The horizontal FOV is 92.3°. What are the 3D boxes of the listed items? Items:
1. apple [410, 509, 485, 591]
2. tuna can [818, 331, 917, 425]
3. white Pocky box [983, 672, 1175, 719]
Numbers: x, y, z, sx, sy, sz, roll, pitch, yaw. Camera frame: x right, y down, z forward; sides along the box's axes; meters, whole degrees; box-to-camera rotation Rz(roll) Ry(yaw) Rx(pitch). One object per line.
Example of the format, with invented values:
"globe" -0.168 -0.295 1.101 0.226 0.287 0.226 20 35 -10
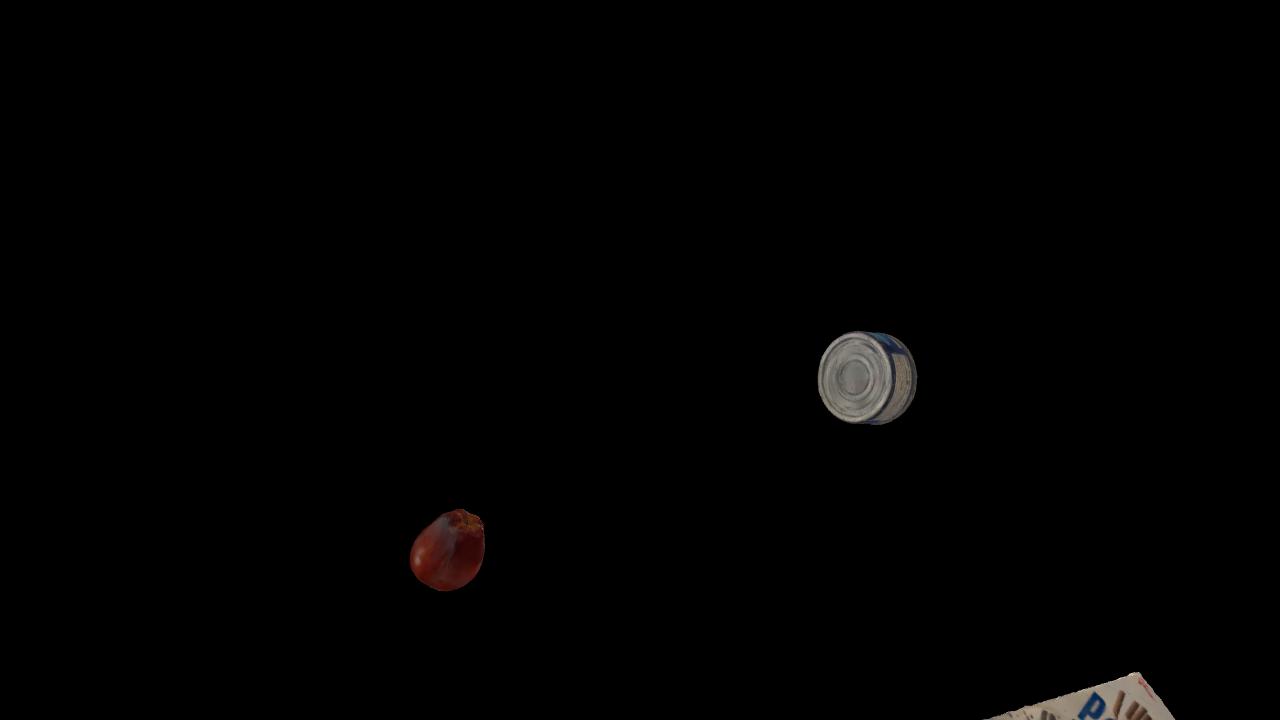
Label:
"apple" -0.213 0.214 0.689 0.079 0.093 0.079 33 14 -9
"tuna can" 0.201 0.016 0.553 0.034 0.084 0.084 4 -2 -32
"white Pocky box" 0.305 0.272 0.413 0.154 0.084 0.028 -4 -42 -17
